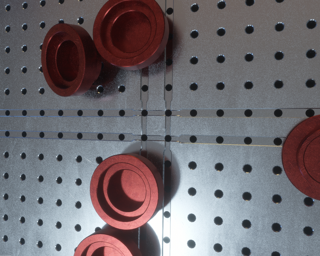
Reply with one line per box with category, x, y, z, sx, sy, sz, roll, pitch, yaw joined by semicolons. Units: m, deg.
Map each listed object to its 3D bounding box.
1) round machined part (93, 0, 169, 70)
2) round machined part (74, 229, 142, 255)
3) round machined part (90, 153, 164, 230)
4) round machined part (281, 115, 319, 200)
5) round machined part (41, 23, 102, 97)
round machined part;-0.035;-0.125;0.412;0.098;0.042;0.097;-1;87;16
round machined part;-0.066;0.187;0.426;0.098;0.042;0.097;0;90;19
round machined part;-0.041;0.082;0.417;0.098;0.042;0.097;0;90;19
round machined part;0.186;0.033;0.338;0.098;0.042;0.097;0;90;19
round machined part;-0.120;-0.094;0.434;0.098;0.042;0.097;8;103;37
